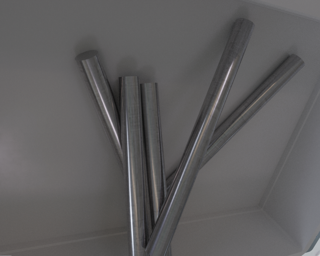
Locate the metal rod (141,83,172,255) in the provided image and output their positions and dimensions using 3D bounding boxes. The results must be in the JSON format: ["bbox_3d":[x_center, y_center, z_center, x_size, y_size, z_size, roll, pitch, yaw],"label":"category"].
[{"bbox_3d":[-0.003,0.095,0.383,0.025,0.025,0.298,-7,95,-25],"label":"metal rod"}]

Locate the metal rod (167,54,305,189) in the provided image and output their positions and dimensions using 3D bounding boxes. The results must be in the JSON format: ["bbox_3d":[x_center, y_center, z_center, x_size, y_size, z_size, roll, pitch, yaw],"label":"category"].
[{"bbox_3d":[0.099,0.007,0.466,0.300,0.025,0.025,-46,129,3],"label":"metal rod"}]

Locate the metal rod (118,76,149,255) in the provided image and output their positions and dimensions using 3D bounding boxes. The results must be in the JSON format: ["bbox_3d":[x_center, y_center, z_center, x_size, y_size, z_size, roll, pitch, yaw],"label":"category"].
[{"bbox_3d":[-0.028,0.090,0.366,0.025,0.025,0.298,-5,96,-26],"label":"metal rod"}]

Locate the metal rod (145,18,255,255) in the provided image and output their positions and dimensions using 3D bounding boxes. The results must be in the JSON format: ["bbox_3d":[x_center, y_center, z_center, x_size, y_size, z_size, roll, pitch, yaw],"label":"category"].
[{"bbox_3d":[0.050,0.007,0.372,0.025,0.025,0.299,27,82,-37],"label":"metal rod"}]

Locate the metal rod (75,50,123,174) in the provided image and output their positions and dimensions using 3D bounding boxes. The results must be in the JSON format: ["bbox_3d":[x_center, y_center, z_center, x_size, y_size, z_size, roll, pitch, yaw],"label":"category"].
[{"bbox_3d":[-0.042,0.043,0.404,0.025,0.025,0.298,-25,125,-13],"label":"metal rod"}]
